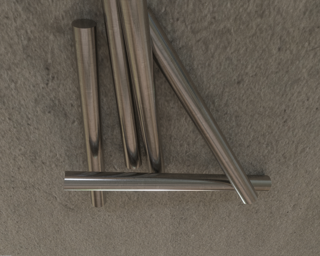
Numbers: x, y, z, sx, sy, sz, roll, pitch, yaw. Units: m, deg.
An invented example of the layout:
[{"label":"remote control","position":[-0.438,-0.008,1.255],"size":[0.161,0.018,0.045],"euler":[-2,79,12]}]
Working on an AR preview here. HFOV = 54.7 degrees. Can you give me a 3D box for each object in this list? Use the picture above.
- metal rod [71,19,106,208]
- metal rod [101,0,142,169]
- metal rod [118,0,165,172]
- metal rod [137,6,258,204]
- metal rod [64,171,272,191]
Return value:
[{"label":"metal rod","position":[-0.089,0.007,0.411],"size":[0.025,0.025,0.298],"euler":[3,130,-3]},{"label":"metal rod","position":[-0.042,-0.062,0.353],"size":[0.025,0.025,0.298],"euler":[-1,130,1]},{"label":"metal rod","position":[-0.015,-0.027,0.362],"size":[0.025,0.025,0.298],"euler":[-4,137,2]},{"label":"metal rod","position":[0.055,-0.007,0.381],"size":[0.025,0.025,0.299],"euler":[-24,120,19]},{"label":"metal rod","position":[0.022,0.077,0.441],"size":[0.302,0.025,0.025],"euler":[4,131,-16]}]
